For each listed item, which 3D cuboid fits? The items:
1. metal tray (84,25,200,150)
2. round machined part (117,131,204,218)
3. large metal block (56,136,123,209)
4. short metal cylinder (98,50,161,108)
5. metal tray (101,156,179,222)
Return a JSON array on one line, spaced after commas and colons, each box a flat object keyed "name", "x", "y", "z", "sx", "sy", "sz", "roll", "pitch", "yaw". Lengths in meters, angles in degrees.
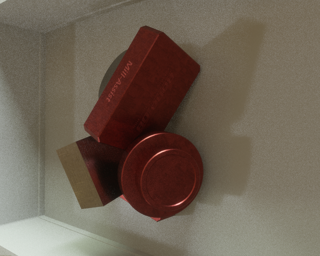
[{"name": "metal tray", "x": -0.017, "y": -0.036, "z": 0.354, "sx": 0.030, "sy": 0.090, "sz": 0.130, "roll": 34, "pitch": 95, "yaw": 38}, {"name": "round machined part", "x": 0.005, "y": 0.054, "z": 0.347, "sx": 0.042, "sy": 0.099, "sz": 0.097, "roll": -165, "pitch": 79, "yaw": -69}, {"name": "large metal block", "x": -0.071, "y": 0.046, "z": 0.395, "sx": 0.050, "sy": 0.081, "sz": 0.080, "roll": -20, "pitch": 93, "yaw": 44}, {"name": "short metal cylinder", "x": -0.034, "y": -0.053, "z": 0.395, "sx": 0.080, "sy": 0.050, "sz": 0.080, "roll": -30, "pitch": 46, "yaw": 37}, {"name": "metal tray", "x": -0.028, "y": 0.055, "z": 0.422, "sx": 0.130, "sy": 0.030, "sz": 0.089, "roll": 22, "pitch": 104, "yaw": 37}]
